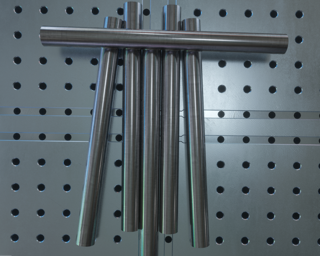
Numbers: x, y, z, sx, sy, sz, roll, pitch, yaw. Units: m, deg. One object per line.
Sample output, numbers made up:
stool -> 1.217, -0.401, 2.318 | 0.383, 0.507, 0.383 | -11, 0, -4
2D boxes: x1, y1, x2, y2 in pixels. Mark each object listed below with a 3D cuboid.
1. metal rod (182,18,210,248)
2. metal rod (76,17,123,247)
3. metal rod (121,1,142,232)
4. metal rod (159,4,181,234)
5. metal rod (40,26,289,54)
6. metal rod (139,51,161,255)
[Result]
metal rod -> 0.047, 0.007, 0.414 | 0.025, 0.025, 0.298 | -2, 90, 0
metal rod -> -0.080, 0.005, 0.412 | 0.025, 0.025, 0.298 | 7, 90, 0
metal rod -> -0.038, -0.015, 0.413 | 0.025, 0.025, 0.298 | 1, 90, 0
metal rod -> 0.014, -0.011, 0.415 | 0.025, 0.025, 0.298 | 1, 90, 0
metal rod -> 0.006, -0.110, 0.388 | 0.302, 0.025, 0.025 | 2, 90, 0
metal rod -> -0.013, 0.041, 0.413 | 0.025, 0.025, 0.298 | 1, 90, 0
